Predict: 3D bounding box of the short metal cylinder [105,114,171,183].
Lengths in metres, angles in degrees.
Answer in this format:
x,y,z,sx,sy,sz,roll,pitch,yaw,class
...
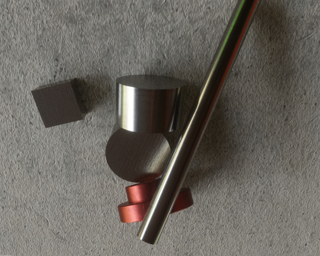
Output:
x,y,z,sx,sy,sz,roll,pitch,yaw,class
-0.027,0.024,0.405,0.081,0.050,0.079,0,110,0,short metal cylinder

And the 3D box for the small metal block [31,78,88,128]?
x,y,z,sx,sy,sz,roll,pitch,yaw,class
-0.128,-0.032,0.397,0.050,0.025,0.050,-13,110,4,small metal block

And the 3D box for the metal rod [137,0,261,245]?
x,y,z,sx,sy,sz,roll,pitch,yaw,class
0.045,-0.013,0.351,0.025,0.025,0.299,24,88,-9,metal rod

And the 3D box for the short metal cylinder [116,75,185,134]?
x,y,z,sx,sy,sz,roll,pitch,yaw,class
-0.012,-0.031,0.369,0.081,0.080,0.050,3,110,-1,short metal cylinder

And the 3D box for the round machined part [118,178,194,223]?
x,y,z,sx,sy,sz,roll,pitch,yaw,class
-0.008,0.090,0.411,0.098,0.098,0.042,-14,82,5,round machined part
